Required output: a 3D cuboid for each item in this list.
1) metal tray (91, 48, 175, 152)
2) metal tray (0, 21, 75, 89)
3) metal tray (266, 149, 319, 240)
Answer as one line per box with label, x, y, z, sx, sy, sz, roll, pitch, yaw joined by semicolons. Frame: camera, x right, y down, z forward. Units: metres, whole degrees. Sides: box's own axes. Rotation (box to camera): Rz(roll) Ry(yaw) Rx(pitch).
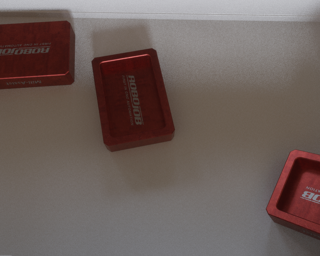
metal tray;-0.037;-0.040;0.421;0.091;0.030;0.129;-11;70;-5
metal tray;-0.191;-0.104;0.443;0.131;0.030;0.090;-4;70;-2
metal tray;0.198;0.082;0.342;0.130;0.030;0.090;14;66;42
